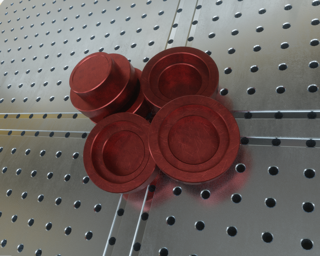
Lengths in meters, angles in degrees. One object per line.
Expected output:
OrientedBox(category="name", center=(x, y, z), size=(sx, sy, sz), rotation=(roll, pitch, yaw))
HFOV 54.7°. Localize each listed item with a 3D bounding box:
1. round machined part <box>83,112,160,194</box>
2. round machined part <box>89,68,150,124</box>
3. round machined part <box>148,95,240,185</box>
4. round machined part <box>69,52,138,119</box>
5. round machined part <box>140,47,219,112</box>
OrientedBox(category="round machined part", center=(-0.042, 0.033, 0.386), size=(0.098, 0.042, 0.098), rotation=(-4, 75, 16))
OrientedBox(category="round machined part", center=(-0.052, -0.036, 0.445), size=(0.098, 0.042, 0.098), rotation=(-13, 56, 20))
OrientedBox(category="round machined part", center=(0.038, 0.015, 0.352), size=(0.099, 0.042, 0.098), rotation=(-2, 74, 6))
OrientedBox(category="round machined part", center=(-0.084, -0.065, 0.425), size=(0.098, 0.042, 0.098), rotation=(-13, 56, 20))
OrientedBox(category="round machined part", center=(0.027, -0.055, 0.404), size=(0.099, 0.042, 0.098), rotation=(-4, 63, 8))
